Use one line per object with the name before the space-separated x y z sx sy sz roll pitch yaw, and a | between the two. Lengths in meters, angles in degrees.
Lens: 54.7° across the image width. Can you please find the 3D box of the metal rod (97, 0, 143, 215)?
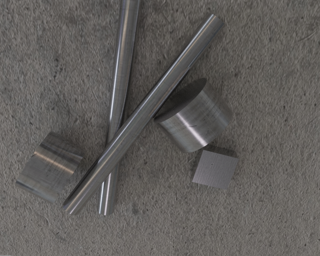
metal rod | -0.055 -0.018 0.402 0.025 0.025 0.298 9 110 -4

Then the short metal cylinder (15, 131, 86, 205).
short metal cylinder | -0.138 0.050 0.398 0.050 0.080 0.080 33 107 -11

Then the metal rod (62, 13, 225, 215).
metal rod | -0.025 -0.011 0.385 0.025 0.025 0.299 36 98 -13

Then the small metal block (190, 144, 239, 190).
small metal block | 0.075 0.053 0.430 0.050 0.025 0.050 14 109 -6

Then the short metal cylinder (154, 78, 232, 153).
short metal cylinder | 0.039 -0.015 0.375 0.080 0.080 0.050 -38 106 13
